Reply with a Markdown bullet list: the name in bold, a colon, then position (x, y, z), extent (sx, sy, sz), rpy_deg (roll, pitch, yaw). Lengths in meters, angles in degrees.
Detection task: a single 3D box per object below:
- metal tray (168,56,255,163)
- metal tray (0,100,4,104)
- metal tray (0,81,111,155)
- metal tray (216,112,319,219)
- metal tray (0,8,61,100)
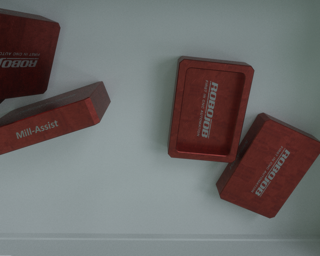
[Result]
- **metal tray**: position (0.062, -0.022, 0.401), extent (0.091, 0.030, 0.129), rpy_deg (5, 110, -3)
- **metal tray**: position (-0.238, -0.020, 0.336), extent (0.030, 0.090, 0.130), rpy_deg (37, 75, 11)
- **metal tray**: position (-0.131, -0.014, 0.369), extent (0.131, 0.090, 0.030), rpy_deg (-17, 109, 6)
- **metal tray**: position (0.149, 0.054, 0.431), extent (0.090, 0.030, 0.129), rpy_deg (24, 108, -9)
- **metal tray**: position (-0.168, -0.077, 0.324), extent (0.030, 0.131, 0.089), rpy_deg (25, 110, 16)
